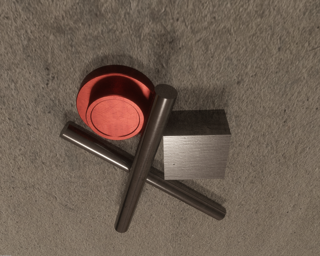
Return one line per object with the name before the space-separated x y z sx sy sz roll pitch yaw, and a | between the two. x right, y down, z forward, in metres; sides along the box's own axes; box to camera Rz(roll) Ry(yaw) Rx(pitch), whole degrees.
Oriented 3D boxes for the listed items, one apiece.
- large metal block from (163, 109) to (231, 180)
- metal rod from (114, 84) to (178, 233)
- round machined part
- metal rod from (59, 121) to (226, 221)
large metal block | 0.045 0.023 0.411 0.081 0.050 0.079 -1 130 0
metal rod | -0.029 0.064 0.425 0.025 0.025 0.298 10 134 -9
round machined part | -0.052 -0.023 0.375 0.099 0.042 0.097 -1 130 0
metal rod | -0.010 0.074 0.470 0.301 0.025 0.025 33 123 -25
